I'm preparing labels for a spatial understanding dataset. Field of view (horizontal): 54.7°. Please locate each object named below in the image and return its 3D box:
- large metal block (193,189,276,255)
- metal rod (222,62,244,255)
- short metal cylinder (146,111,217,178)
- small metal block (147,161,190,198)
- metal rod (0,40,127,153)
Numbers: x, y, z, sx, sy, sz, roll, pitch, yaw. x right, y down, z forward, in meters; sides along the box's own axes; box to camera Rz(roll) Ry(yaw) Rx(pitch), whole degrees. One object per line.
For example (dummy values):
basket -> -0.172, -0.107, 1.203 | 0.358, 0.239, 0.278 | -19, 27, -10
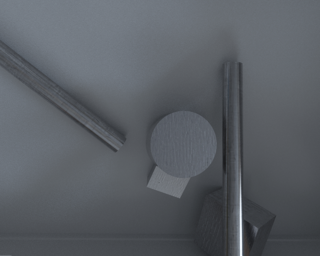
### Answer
large metal block -> 0.101, 0.140, 0.429 | 0.050, 0.080, 0.079 | -10, 119, -45
metal rod -> 0.088, 0.070, 0.375 | 0.025, 0.025, 0.298 | 1, 86, -1
short metal cylinder -> 0.025, 0.020, 0.391 | 0.081, 0.050, 0.079 | 0, 89, -9
small metal block -> 0.014, 0.064, 0.435 | 0.050, 0.025, 0.050 | 21, 109, -8
metal rod -> -0.166, -0.069, 0.383 | 0.301, 0.025, 0.025 | 39, 105, -14
